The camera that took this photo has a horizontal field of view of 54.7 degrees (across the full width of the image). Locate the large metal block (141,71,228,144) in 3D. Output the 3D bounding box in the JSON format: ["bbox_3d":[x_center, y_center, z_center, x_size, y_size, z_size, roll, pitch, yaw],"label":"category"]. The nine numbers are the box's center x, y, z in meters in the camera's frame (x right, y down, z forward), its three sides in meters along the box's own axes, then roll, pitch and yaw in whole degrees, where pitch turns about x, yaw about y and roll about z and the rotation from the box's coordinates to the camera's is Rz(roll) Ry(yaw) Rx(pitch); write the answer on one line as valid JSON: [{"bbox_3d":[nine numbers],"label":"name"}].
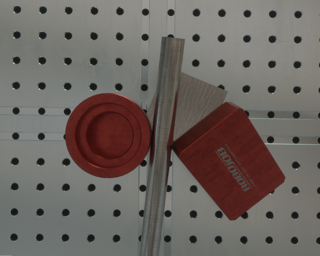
[{"bbox_3d":[0.030,-0.023,0.398,0.080,0.050,0.080,23,90,0],"label":"large metal block"}]

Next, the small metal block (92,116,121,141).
[{"bbox_3d":[-0.073,-0.007,0.410,0.050,0.025,0.050,-22,90,0],"label":"small metal block"}]

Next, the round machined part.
[{"bbox_3d":[-0.059,0.009,0.374,0.099,0.042,0.097,0,91,3],"label":"round machined part"}]

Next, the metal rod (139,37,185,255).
[{"bbox_3d":[-0.001,0.046,0.370,0.025,0.025,0.298,6,106,0],"label":"metal rod"}]

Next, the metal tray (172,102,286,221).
[{"bbox_3d":[0.087,0.044,0.383,0.090,0.030,0.130,-38,115,0],"label":"metal tray"}]
